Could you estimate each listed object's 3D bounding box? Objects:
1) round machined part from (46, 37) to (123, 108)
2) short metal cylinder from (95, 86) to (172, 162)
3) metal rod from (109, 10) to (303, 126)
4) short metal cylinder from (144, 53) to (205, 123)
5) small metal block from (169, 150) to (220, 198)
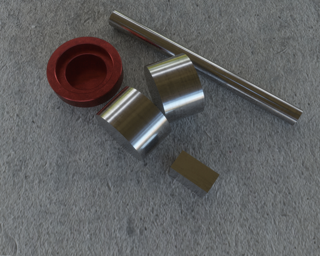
[{"bbox_3d":[-0.099,-0.072,0.425,0.099,0.042,0.098,0,70,0],"label":"round machined part"},{"bbox_3d":[-0.033,-0.005,0.380,0.080,0.080,0.050,41,75,13],"label":"short metal cylinder"},{"bbox_3d":[0.057,-0.090,0.441,0.301,0.025,0.025,31,73,10],"label":"metal rod"},{"bbox_3d":[0.017,-0.049,0.397,0.050,0.080,0.080,-20,72,-7],"label":"short metal cylinder"},{"bbox_3d":[0.040,0.057,0.374,0.050,0.050,0.025,34,74,11],"label":"small metal block"}]
